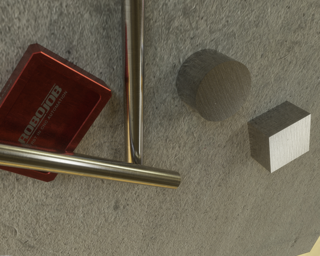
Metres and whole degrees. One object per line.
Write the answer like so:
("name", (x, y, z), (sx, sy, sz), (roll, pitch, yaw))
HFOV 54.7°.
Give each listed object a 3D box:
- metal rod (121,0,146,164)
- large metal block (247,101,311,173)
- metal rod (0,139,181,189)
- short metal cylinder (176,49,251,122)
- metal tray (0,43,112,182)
("metal rod", (-0.029, -0.076, 0.344), (0.025, 0.025, 0.298), (-12, 124, -23))
("large metal block", (0.196, 0.014, 0.509), (0.080, 0.050, 0.080), (-27, 128, -12))
("metal rod", (-0.096, 0.039, 0.339), (0.302, 0.025, 0.025), (16, 110, -36))
("short metal cylinder", (0.068, -0.055, 0.396), (0.081, 0.050, 0.079), (-14, 125, -21))
("metal tray", (-0.125, -0.011, 0.329), (0.090, 0.030, 0.130), (28, 103, -38))
